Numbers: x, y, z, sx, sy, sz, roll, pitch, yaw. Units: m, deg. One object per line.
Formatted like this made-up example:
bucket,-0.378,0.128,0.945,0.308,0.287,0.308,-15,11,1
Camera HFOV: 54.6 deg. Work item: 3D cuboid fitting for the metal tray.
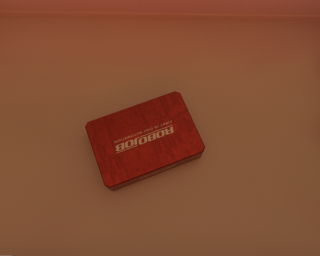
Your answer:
metal tray,-0.019,0.016,0.401,0.131,0.030,0.090,-20,71,-7
